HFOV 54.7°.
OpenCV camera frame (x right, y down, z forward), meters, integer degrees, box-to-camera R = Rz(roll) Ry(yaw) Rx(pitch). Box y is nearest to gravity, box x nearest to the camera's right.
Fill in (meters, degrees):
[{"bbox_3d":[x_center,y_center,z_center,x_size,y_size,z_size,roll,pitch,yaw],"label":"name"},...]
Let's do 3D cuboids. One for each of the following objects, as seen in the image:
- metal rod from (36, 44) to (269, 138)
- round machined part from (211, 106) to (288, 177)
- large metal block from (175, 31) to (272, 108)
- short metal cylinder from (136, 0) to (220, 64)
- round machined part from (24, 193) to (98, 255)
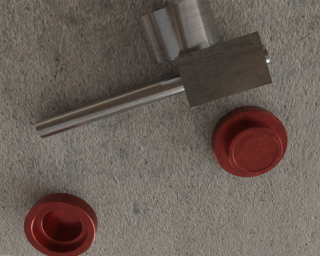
[{"bbox_3d":[-0.014,-0.044,0.393,0.301,0.025,0.025,-18,109,6],"label":"metal rod"},{"bbox_3d":[0.121,0.023,0.410,0.099,0.042,0.097,0,110,0],"label":"round machined part"},{"bbox_3d":[0.063,-0.060,0.332,0.080,0.080,0.050,-17,96,6],"label":"large metal block"},{"bbox_3d":[0.020,-0.109,0.340,0.080,0.080,0.050,-18,109,6],"label":"short metal cylinder"},{"bbox_3d":[-0.140,0.136,0.449,0.099,0.042,0.097,0,110,0],"label":"round machined part"}]
